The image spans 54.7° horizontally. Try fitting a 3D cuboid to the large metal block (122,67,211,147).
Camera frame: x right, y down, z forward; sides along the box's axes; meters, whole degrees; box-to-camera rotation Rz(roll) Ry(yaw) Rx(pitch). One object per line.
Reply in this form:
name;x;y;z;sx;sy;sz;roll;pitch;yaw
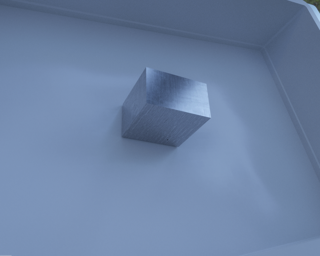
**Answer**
large metal block;0.005;-0.022;0.385;0.081;0.080;0.050;12;57;-22
